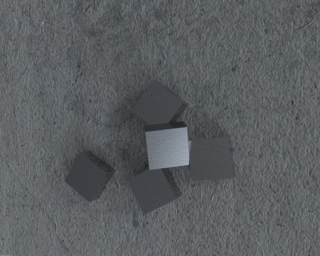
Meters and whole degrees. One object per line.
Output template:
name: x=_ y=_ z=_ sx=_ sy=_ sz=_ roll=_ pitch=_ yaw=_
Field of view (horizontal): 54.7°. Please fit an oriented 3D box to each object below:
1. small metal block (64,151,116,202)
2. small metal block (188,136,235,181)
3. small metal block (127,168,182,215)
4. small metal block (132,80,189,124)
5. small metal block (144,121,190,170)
small metal block: x=-0.101 y=0.069 z=0.445 sx=0.050 sy=0.025 sz=0.050 roll=34 pitch=101 yaw=16
small metal block: x=0.064 y=0.038 z=0.386 sx=0.050 sy=0.025 sz=0.050 roll=-8 pitch=87 yaw=19
small metal block: x=-0.007 y=0.079 z=0.411 sx=0.050 sy=0.025 sz=0.050 roll=-30 pitch=80 yaw=17
small metal block: x=0.000 y=-0.027 z=0.409 sx=0.050 sy=0.025 sz=0.050 roll=39 pitch=102 yaw=15
small metal block: x=0.008 y=0.021 z=0.387 sx=0.050 sy=0.025 sz=0.050 roll=-7 pitch=108 yaw=-5
